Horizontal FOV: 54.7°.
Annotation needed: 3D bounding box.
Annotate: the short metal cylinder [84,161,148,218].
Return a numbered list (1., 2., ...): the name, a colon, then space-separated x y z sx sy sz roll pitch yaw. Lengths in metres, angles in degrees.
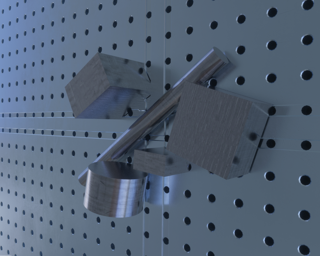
1. short metal cylinder: -0.059 0.080 0.419 0.080 0.081 0.050 15 100 38

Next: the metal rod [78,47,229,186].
1. metal rod: -0.027 0.001 0.428 0.299 0.025 0.025 -41 65 32

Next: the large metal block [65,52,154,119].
1. large metal block: -0.070 -0.054 0.430 0.080 0.081 0.050 -35 69 34

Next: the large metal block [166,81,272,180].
1. large metal block: 0.062 0.000 0.337 0.080 0.050 0.079 25 105 37

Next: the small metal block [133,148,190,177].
1. small metal block: 0.003 0.041 0.389 0.050 0.050 0.025 7 95 39
